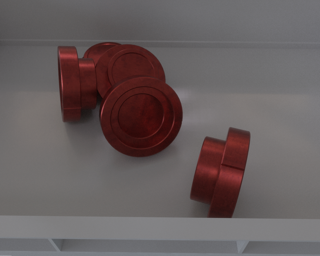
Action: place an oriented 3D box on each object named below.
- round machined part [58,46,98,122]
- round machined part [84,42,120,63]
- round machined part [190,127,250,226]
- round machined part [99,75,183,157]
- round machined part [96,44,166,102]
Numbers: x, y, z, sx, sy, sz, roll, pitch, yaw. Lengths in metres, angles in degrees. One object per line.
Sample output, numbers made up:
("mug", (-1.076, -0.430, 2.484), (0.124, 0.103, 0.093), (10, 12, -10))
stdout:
("round machined part", (-0.108, -0.057, 0.406), (0.042, 0.097, 0.098), (-4, 49, -19))
("round machined part", (-0.078, -0.095, 0.473), (0.099, 0.042, 0.098), (0, 50, 0))
("round machined part", (0.060, 0.046, 0.319), (0.042, 0.097, 0.098), (14, 52, 11))
("round machined part", (-0.025, -0.017, 0.382), (0.099, 0.097, 0.042), (-15, 20, -12))
("round machined part", (-0.039, -0.068, 0.420), (0.099, 0.042, 0.097), (2, 81, -15))
